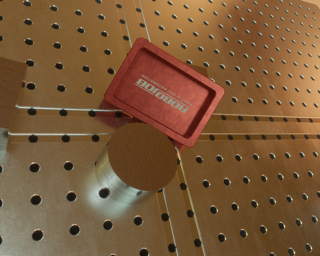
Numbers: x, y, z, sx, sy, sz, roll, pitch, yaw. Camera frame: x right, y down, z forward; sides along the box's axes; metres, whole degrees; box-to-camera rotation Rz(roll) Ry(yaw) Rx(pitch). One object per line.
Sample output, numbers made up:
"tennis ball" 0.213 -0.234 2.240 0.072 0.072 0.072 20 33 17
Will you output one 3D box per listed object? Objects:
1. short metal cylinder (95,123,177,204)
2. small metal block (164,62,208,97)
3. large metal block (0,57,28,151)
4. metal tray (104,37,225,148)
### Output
"short metal cylinder" -0.027 0.041 0.352 0.081 0.050 0.080 14 56 -21
"small metal block" 0.035 -0.068 0.452 0.050 0.050 0.025 9 57 -24
"large metal block" -0.186 -0.030 0.310 0.081 0.050 0.080 13 56 -21
"metal tray" 0.006 -0.044 0.402 0.130 0.030 0.090 30 92 -9
